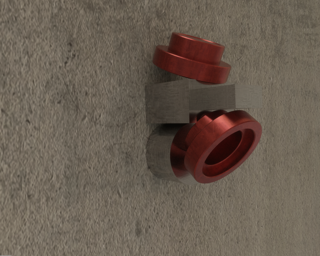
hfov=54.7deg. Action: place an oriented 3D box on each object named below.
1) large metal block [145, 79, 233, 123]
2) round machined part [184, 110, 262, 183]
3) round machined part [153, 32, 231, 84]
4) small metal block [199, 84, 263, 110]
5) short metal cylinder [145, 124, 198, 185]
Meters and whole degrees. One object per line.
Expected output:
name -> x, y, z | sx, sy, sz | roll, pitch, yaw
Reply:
large metal block -> 0.037, -0.032, 0.403 | 0.081, 0.080, 0.050 | -3, 92, -40
round machined part -> 0.069, 0.017, 0.369 | 0.099, 0.042, 0.097 | -24, 141, -21
round machined part -> 0.043, -0.092, 0.391 | 0.099, 0.098, 0.042 | -3, 117, -40
small metal block -> 0.081, -0.034, 0.355 | 0.050, 0.050, 0.025 | -4, 92, -40
short metal cylinder -> 0.027, 0.033, 0.416 | 0.081, 0.050, 0.079 | 0, 90, -40
